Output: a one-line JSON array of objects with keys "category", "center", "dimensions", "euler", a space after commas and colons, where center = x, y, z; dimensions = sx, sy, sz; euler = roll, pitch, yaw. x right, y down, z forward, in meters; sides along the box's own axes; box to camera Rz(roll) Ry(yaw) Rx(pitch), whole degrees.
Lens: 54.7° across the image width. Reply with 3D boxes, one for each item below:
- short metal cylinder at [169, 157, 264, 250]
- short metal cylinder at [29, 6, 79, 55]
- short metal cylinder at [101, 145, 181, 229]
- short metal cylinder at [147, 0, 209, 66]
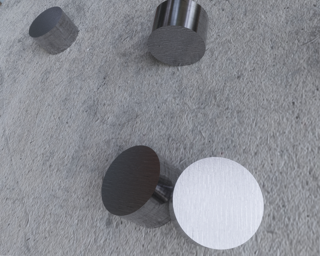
[{"category": "short metal cylinder", "center": [0.051, 0.073, 0.296], "dimensions": [0.081, 0.050, 0.080], "euler": [1, 70, -2]}, {"category": "short metal cylinder", "center": [-0.212, -0.194, 0.619], "dimensions": [0.080, 0.050, 0.080], "euler": [-13, 56, 21]}, {"category": "short metal cylinder", "center": [-0.018, 0.066, 0.348], "dimensions": [0.080, 0.050, 0.080], "euler": [-22, 49, 27]}, {"category": "short metal cylinder", "center": [0.026, -0.133, 0.436], "dimensions": [0.080, 0.080, 0.050], "euler": [-4, 60, 26]}]
